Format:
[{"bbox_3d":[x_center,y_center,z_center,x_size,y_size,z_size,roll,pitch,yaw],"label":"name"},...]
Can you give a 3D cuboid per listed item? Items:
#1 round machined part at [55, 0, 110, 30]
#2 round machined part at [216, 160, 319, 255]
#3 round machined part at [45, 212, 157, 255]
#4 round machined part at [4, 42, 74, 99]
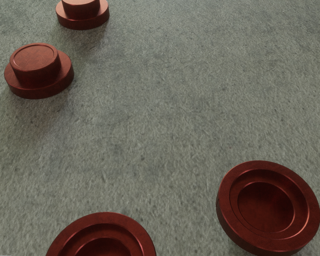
[{"bbox_3d":[-0.147,-0.230,0.583,0.099,0.042,0.098,0,50,0],"label":"round machined part"},{"bbox_3d":[0.107,0.085,0.322,0.099,0.042,0.098,0,50,0],"label":"round machined part"},{"bbox_3d":[-0.052,0.131,0.282,0.099,0.042,0.098,0,50,0],"label":"round machined part"},{"bbox_3d":[-0.184,-0.092,0.467,0.099,0.042,0.098,0,50,0],"label":"round machined part"}]
